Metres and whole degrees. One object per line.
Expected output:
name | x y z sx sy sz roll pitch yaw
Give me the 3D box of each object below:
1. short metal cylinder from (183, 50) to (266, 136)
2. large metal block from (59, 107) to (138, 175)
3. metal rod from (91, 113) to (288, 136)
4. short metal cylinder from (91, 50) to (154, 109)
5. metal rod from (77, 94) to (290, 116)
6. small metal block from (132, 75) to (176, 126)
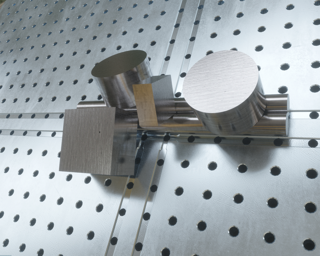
short metal cylinder | 0.072 -0.038 0.341 0.080 0.050 0.080 -13 56 21
large metal block | -0.078 0.018 0.400 0.080 0.050 0.080 -1 82 28
metal rod | 0.005 -0.006 0.405 0.300 0.025 0.025 1 62 28
short metal cylinder | -0.049 -0.070 0.438 0.080 0.050 0.080 -13 33 9
metal rod | 0.011 -0.028 0.415 0.300 0.025 0.025 1 62 28
small metal block | -0.005 -0.034 0.375 0.025 0.050 0.050 1 20 28
